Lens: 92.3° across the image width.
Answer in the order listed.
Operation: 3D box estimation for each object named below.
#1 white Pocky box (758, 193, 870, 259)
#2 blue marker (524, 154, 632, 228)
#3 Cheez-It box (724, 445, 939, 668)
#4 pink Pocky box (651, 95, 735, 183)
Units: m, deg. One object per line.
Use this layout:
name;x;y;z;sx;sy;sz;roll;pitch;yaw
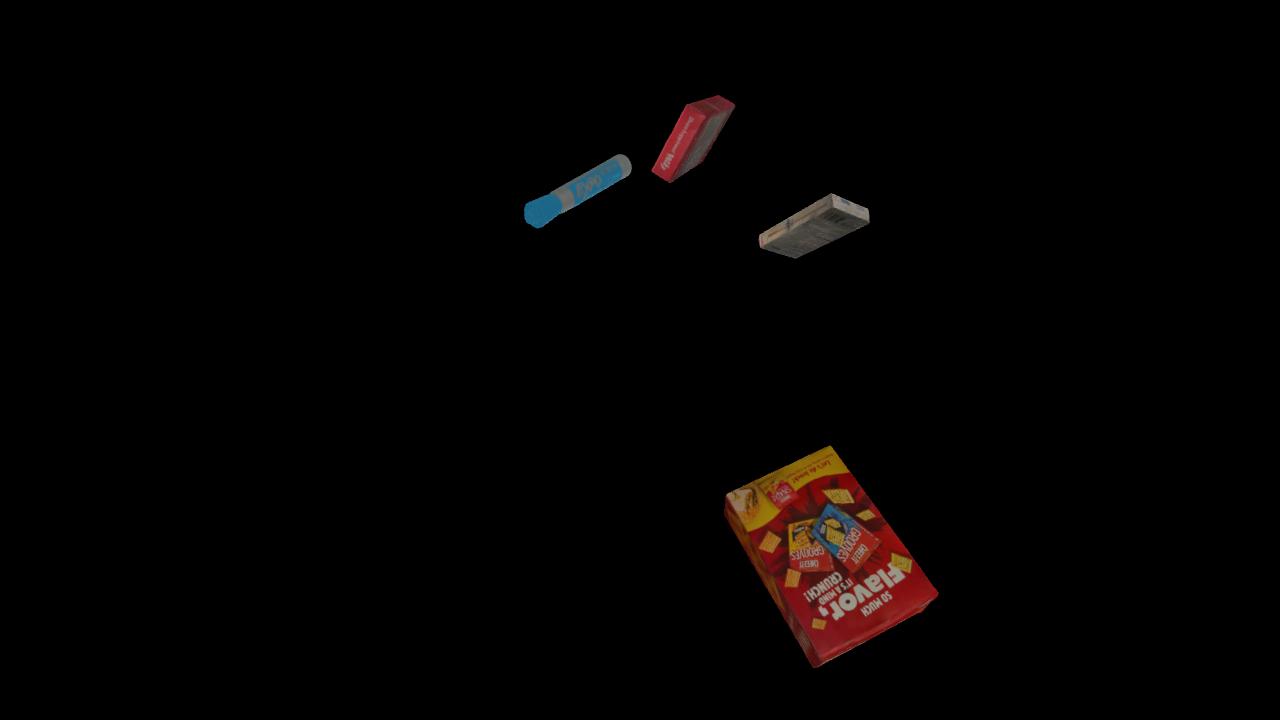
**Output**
white Pocky box;0.269;-0.204;0.960;0.084;0.028;0.154;10;-18;-31
blue marker;-0.045;-0.127;0.459;0.020;0.020;0.121;0;31;37
Cheez-It box;0.231;0.240;0.778;0.166;0.223;0.071;-23;-37;-11
pink Pocky box;0.066;-0.267;0.734;0.029;0.084;0.155;34;33;2
